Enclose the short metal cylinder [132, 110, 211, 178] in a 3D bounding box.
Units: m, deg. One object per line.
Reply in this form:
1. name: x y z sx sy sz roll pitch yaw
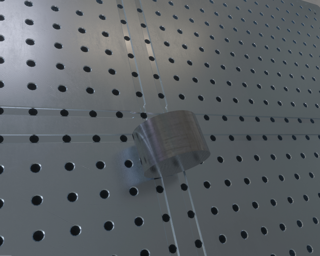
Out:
1. short metal cylinder: 0.013 0.021 0.367 0.081 0.080 0.050 -5 64 -30
